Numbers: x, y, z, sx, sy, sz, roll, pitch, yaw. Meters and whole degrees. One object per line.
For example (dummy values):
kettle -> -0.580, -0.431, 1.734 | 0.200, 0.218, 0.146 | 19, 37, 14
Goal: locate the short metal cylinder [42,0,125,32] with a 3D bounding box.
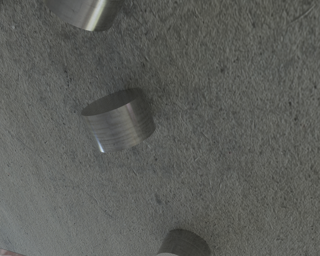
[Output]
short metal cylinder -> -0.075, -0.147, 0.320 | 0.080, 0.080, 0.050 | 41, 129, 0

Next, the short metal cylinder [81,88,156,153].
short metal cylinder -> -0.051, -0.011, 0.391 | 0.080, 0.080, 0.050 | -6, 115, 31

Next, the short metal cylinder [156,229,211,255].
short metal cylinder -> 0.037, 0.212, 0.502 | 0.080, 0.050, 0.079 | 13, 124, 21
